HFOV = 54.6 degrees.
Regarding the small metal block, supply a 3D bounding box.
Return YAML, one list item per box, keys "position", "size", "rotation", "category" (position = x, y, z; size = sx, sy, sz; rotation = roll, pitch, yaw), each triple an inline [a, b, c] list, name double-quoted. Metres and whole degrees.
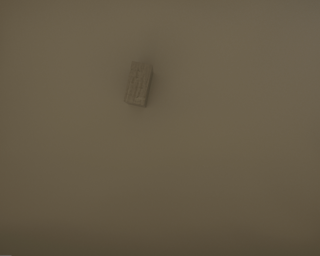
- position: [-0.026, -0.054, 0.399]
  size: [0.025, 0.050, 0.050]
  rotation: [12, 90, 0]
  category: "small metal block"
